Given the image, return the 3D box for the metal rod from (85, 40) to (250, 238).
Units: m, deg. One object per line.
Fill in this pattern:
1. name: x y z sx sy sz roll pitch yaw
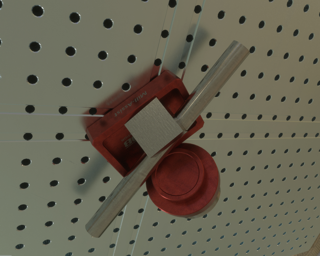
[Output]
1. metal rod: 0.004 0.020 0.388 0.025 0.025 0.299 32 100 -39

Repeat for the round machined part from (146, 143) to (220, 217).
1. round machined part: 0.027 0.065 0.407 0.098 0.098 0.042 -39 152 -2

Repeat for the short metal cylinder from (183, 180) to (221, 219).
1. short metal cylinder: 0.041 0.083 0.450 0.080 0.080 0.050 -37 130 -4

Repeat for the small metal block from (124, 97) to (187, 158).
1. small metal block: -0.005 0.000 0.366 0.050 0.050 0.025 -40 168 11

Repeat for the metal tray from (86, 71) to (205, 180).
1. metal tray: -0.015 -0.001 0.400 0.130 0.030 0.090 -37 130 -4
